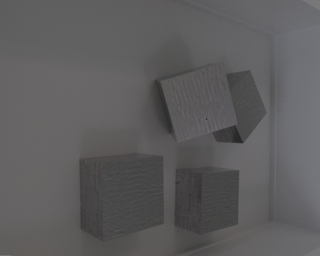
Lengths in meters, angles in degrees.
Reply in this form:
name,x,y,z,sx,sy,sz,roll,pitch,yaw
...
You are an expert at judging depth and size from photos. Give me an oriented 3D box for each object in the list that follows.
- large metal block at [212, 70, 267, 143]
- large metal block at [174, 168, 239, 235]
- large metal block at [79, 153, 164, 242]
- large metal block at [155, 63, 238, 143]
name,x,y,z,sx,sy,sz,roll,pitch,yaw
large metal block,0.115,-0.033,0.486,0.080,0.050,0.080,-44,117,-31
large metal block,0.069,0.100,0.448,0.081,0.050,0.080,3,89,-40
large metal block,-0.043,0.073,0.355,0.081,0.050,0.079,-2,91,-40
large metal block,0.046,-0.035,0.405,0.080,0.050,0.080,-17,103,-5
